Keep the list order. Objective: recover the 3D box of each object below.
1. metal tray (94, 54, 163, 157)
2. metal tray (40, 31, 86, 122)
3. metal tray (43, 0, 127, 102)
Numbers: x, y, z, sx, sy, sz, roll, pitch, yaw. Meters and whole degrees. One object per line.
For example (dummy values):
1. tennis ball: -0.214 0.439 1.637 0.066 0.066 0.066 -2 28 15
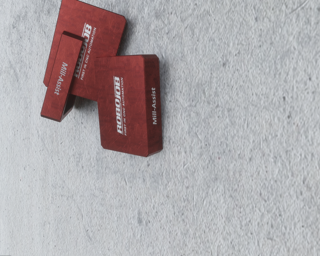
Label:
1. metal tray: -0.043 -0.032 0.419 0.090 0.030 0.129 7 105 37
2. metal tray: -0.143 -0.083 0.482 0.090 0.030 0.129 -102 32 -73
3. metal tray: -0.109 -0.112 0.455 0.030 0.091 0.129 -103 31 -72
